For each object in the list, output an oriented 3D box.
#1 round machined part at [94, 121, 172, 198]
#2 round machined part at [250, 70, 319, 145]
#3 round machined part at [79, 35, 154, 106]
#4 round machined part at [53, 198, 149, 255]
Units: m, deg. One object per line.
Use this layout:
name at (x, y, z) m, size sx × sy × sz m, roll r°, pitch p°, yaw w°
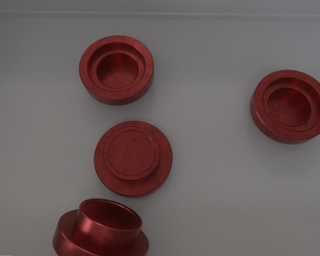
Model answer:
round machined part at (-0.034, 0.036, 0.387) m, size 0.099 × 0.042 × 0.098 m, roll 0°, pitch 70°, yaw 0°
round machined part at (0.168, -0.024, 0.411) m, size 0.099 × 0.042 × 0.098 m, roll 0°, pitch 70°, yaw 0°
round machined part at (-0.057, -0.075, 0.427) m, size 0.099 × 0.042 × 0.098 m, roll 0°, pitch 70°, yaw 0°
round machined part at (-0.057, 0.108, 0.327) m, size 0.098 × 0.098 × 0.042 m, roll 20°, pitch 96°, yaw 7°
